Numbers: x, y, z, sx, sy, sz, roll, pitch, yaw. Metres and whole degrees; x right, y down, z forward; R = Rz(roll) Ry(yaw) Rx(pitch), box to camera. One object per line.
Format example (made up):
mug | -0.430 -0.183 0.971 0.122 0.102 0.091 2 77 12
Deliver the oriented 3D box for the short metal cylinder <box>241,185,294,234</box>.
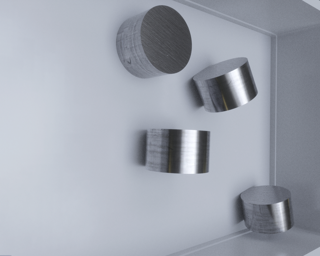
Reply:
short metal cylinder | 0.180 0.135 0.522 0.081 0.080 0.050 -17 101 -39

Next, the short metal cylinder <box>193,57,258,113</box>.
short metal cylinder | 0.095 -0.063 0.450 0.080 0.080 0.050 -37 113 -34

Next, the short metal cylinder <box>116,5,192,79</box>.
short metal cylinder | -0.007 -0.104 0.384 0.081 0.050 0.080 0 90 -40

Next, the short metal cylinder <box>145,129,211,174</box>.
short metal cylinder | 0.022 0.028 0.389 0.081 0.080 0.050 4 88 -40
